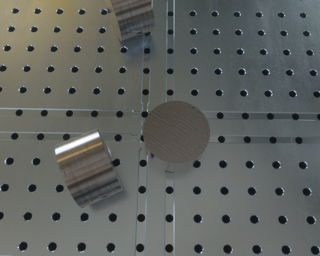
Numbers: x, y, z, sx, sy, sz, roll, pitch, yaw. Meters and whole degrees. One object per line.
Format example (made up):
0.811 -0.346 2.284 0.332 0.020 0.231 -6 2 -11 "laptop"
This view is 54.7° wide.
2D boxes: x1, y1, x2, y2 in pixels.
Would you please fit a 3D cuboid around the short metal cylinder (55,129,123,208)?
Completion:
-0.082 0.046 0.365 0.050 0.080 0.080 -23 72 -8 "short metal cylinder"

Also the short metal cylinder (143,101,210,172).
0.020 0.012 0.394 0.081 0.050 0.080 0 70 0 "short metal cylinder"

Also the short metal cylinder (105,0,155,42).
-0.045 -0.171 0.444 0.050 0.080 0.080 -21 72 -7 "short metal cylinder"
